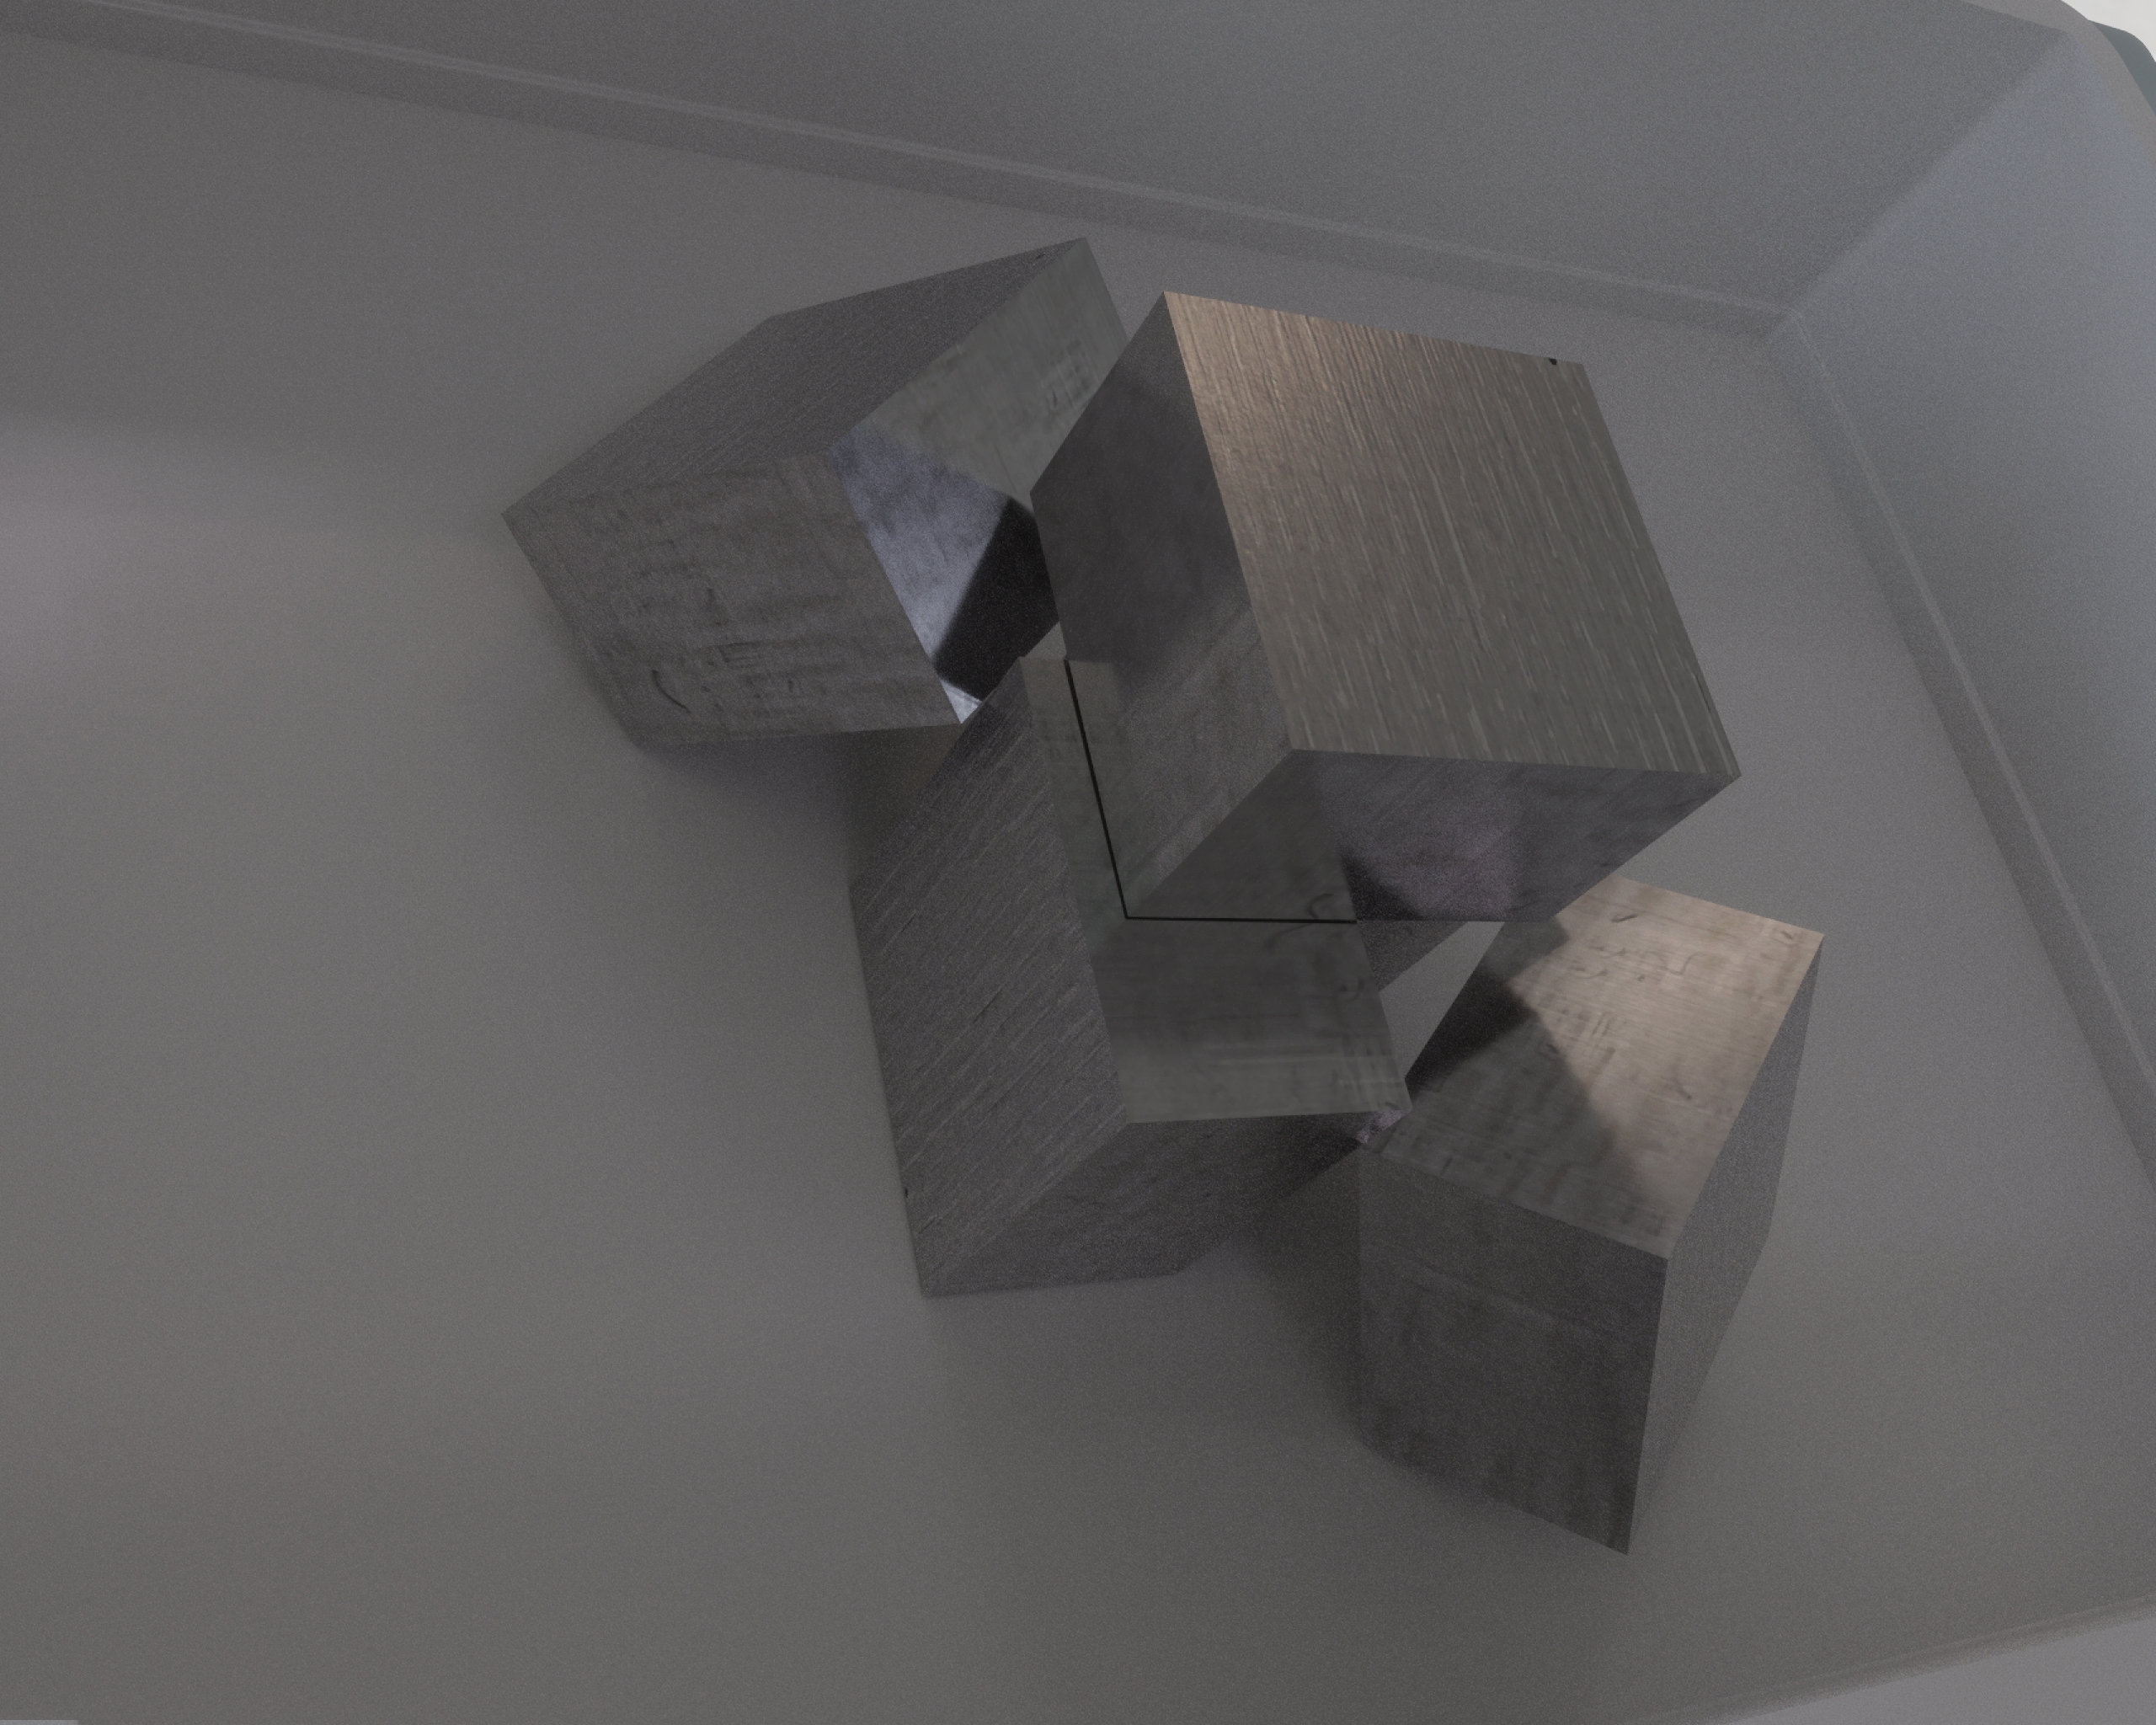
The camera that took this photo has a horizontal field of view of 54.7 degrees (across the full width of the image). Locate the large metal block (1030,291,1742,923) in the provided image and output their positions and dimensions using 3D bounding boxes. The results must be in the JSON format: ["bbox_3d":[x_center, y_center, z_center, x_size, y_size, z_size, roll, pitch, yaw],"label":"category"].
[{"bbox_3d":[0.046,-0.038,0.332,0.081,0.050,0.080,2,61,-27],"label":"large metal block"}]

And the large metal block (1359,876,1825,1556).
[{"bbox_3d":[0.090,0.059,0.371,0.050,0.080,0.080,18,45,26],"label":"large metal block"}]

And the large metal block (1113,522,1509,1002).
[{"bbox_3d":[0.041,-0.022,0.402,0.050,0.080,0.080,1,61,-28],"label":"large metal block"}]

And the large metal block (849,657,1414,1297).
[{"bbox_3d":[0.004,0.021,0.358,0.050,0.080,0.080,1,61,-28],"label":"large metal block"}]

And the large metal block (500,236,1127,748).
[{"bbox_3d":[-0.040,-0.066,0.377,0.080,0.080,0.050,-51,127,-39],"label":"large metal block"}]
